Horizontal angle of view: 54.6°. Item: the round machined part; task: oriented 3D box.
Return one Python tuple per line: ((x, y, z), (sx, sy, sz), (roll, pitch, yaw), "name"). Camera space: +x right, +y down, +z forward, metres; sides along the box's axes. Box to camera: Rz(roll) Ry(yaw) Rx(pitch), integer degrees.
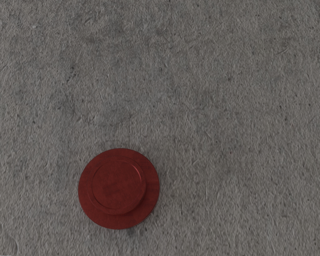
((-0.050, 0.071, 0.373), (0.099, 0.042, 0.098), (0, 70, 0), "round machined part")
